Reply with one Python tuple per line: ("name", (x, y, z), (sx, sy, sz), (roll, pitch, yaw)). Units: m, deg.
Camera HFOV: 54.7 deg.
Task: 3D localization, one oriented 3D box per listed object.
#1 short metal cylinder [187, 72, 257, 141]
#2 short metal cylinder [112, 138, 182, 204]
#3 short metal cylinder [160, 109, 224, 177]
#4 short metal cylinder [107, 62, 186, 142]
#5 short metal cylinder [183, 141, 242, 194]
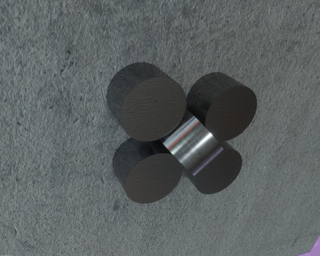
("short metal cylinder", (0.082, -0.029, 0.419), (0.081, 0.050, 0.079), (-14, 125, -21))
("short metal cylinder", (-0.017, 0.054, 0.416), (0.081, 0.050, 0.079), (-14, 125, -21))
("short metal cylinder", (0.037, 0.017, 0.405), (0.050, 0.080, 0.080), (-43, 130, 1))
("short metal cylinder", (-0.016, -0.031, 0.364), (0.081, 0.050, 0.079), (-14, 125, -21))
("short metal cylinder", (0.075, 0.052, 0.466), (0.081, 0.050, 0.079), (-14, 125, -21))
